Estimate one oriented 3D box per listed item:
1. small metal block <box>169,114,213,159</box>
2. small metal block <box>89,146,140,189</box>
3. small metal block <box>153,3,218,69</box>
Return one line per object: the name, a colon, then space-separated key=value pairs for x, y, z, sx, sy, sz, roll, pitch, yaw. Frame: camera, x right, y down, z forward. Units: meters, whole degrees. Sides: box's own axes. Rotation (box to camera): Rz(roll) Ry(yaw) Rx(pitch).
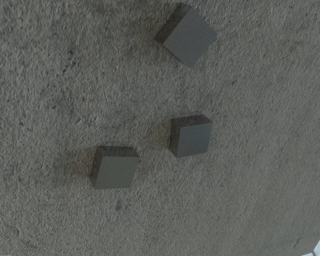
small metal block: x=0.043 y=0.011 z=0.437 sx=0.050 sy=0.025 sz=0.050 roll=-9 pitch=122 yaw=-24
small metal block: x=-0.060 y=0.052 z=0.406 sx=0.050 sy=0.025 sz=0.050 roll=5 pitch=116 yaw=-31
small metal block: x=0.030 y=-0.106 z=0.358 sx=0.050 sy=0.025 sz=0.050 roll=32 pitch=100 yaw=-38
